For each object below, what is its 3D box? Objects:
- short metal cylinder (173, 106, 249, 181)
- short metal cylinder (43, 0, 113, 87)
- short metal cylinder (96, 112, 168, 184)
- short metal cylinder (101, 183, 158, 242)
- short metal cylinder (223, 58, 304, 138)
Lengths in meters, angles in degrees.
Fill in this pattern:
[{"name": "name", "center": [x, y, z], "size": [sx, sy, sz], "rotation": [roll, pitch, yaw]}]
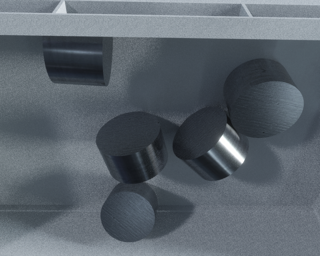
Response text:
[{"name": "short metal cylinder", "center": [0.063, 0.019, 0.391], "size": [0.080, 0.080, 0.050], "rotation": [-33, 123, 24]}, {"name": "short metal cylinder", "center": [-0.076, -0.082, 0.302], "size": [0.050, 0.080, 0.079], "rotation": [3, 130, -3]}, {"name": "short metal cylinder", "center": [-0.034, 0.024, 0.393], "size": [0.080, 0.080, 0.050], "rotation": [-9, 130, 7]}, {"name": "short metal cylinder", "center": [-0.045, 0.126, 0.478], "size": [0.080, 0.050, 0.079], "rotation": [1, 100, 4]}, {"name": "short metal cylinder", "center": [0.119, -0.034, 0.365], "size": [0.081, 0.050, 0.079], "rotation": [0, 130, 0]}]
